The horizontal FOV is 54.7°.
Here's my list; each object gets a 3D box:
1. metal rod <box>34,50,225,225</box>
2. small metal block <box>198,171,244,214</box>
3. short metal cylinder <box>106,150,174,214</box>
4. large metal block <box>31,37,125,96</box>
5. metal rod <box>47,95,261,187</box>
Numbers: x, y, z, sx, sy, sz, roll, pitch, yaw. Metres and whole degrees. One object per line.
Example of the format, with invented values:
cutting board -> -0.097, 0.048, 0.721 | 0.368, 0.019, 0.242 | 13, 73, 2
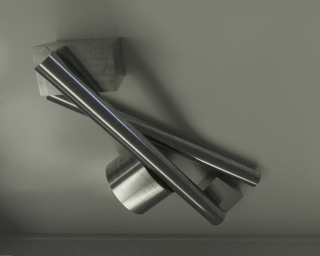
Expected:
metal rod -> -0.015, 0.030, 0.359 | 0.025, 0.025, 0.300 | -38, 119, 13
small metal block -> 0.082, 0.095, 0.446 | 0.050, 0.025, 0.050 | 36, 106, -13
short metal cylinder -> -0.024, 0.064, 0.403 | 0.050, 0.080, 0.080 | -38, 106, 12
large metal block -> -0.087, -0.073, 0.353 | 0.081, 0.080, 0.050 | -3, 110, 1
metal rod -> -0.001, 0.013, 0.415 | 0.302, 0.025, 0.025 | 24, 108, -9
